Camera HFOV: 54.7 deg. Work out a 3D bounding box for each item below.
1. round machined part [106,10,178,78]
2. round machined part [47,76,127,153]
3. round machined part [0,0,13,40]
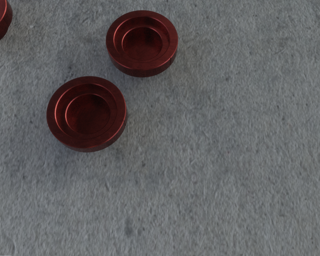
[{"bbox_3d":[-0.024,-0.114,0.441,0.099,0.042,0.098,0,70,-1],"label":"round machined part"},{"bbox_3d":[-0.091,-0.015,0.403,0.099,0.042,0.098,0,70,-1],"label":"round machined part"},{"bbox_3d":[-0.266,-0.160,0.454,0.099,0.042,0.098,0,70,-1],"label":"round machined part"}]
